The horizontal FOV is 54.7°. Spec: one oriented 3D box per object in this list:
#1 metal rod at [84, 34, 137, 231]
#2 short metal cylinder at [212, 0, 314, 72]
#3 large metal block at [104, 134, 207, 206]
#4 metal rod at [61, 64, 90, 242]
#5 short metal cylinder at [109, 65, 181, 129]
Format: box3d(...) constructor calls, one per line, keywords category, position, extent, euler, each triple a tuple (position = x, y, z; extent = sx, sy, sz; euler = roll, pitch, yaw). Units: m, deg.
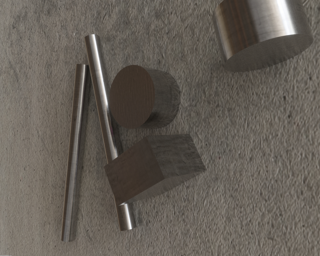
box3d(category="metal rod", position=(-0.077, 0.000, 0.468), extent=(0.025, 0.025, 0.299), euler=(-20, 77, 38))
box3d(category="short metal cylinder", position=(0.094, -0.091, 0.291), extent=(0.080, 0.081, 0.050), euler=(-19, 78, 38))
box3d(category="large metal block", position=(-0.006, 0.049, 0.374), extent=(0.080, 0.081, 0.050), euler=(-36, 68, 34))
box3d(category="metal rod", position=(-0.142, 0.044, 0.522), extent=(0.025, 0.025, 0.298), euler=(11, 97, 39))
box3d(category="short metal cylinder", position=(-0.020, -0.039, 0.406), extent=(0.080, 0.050, 0.079), euler=(0, 90, 40))
